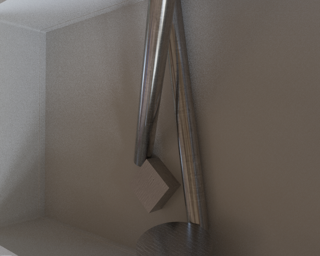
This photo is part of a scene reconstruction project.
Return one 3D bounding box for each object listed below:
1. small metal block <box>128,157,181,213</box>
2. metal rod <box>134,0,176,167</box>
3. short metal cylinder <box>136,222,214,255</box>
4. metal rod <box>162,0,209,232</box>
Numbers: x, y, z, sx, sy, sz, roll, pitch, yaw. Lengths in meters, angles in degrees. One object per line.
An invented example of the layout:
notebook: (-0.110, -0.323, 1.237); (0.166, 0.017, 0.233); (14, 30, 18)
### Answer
small metal block: (-0.008, 0.075, 0.412); (0.050, 0.025, 0.050); (49, 119, 28)
metal rod: (-0.006, -0.069, 0.332); (0.025, 0.025, 0.298); (40, 139, 32)
short metal cylinder: (0.017, 0.145, 0.331); (0.080, 0.081, 0.050); (8, 110, 39)
metal rod: (0.029, -0.027, 0.381); (0.025, 0.025, 0.298); (-11, 83, 39)
